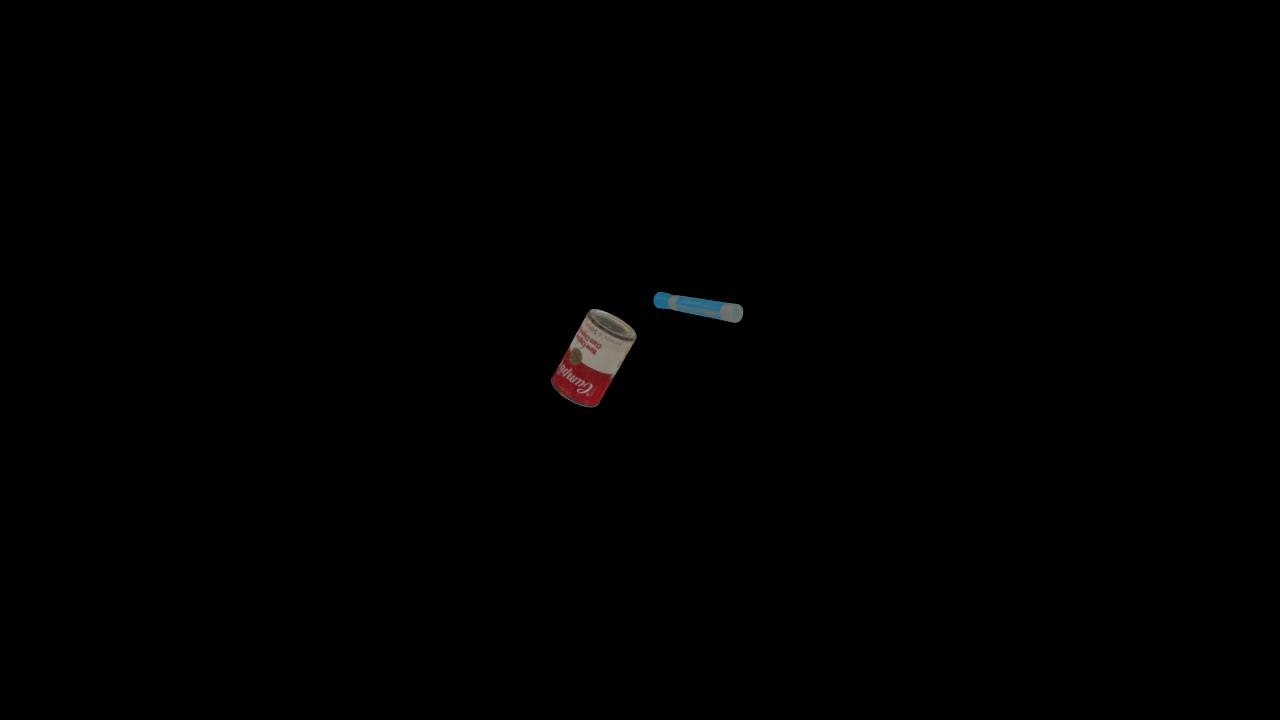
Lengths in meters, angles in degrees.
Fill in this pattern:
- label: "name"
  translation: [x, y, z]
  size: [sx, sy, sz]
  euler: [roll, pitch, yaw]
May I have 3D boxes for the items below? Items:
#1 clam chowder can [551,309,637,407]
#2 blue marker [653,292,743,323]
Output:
- label: "clam chowder can"
  translation: [-0.056, -0.002, 0.747]
  size: [0.068, 0.102, 0.068]
  euler: [28, 18, -10]
- label: "blue marker"
  translation: [0.057, -0.057, 0.650]
  size: [0.020, 0.020, 0.121]
  euler: [0, 11, -41]
